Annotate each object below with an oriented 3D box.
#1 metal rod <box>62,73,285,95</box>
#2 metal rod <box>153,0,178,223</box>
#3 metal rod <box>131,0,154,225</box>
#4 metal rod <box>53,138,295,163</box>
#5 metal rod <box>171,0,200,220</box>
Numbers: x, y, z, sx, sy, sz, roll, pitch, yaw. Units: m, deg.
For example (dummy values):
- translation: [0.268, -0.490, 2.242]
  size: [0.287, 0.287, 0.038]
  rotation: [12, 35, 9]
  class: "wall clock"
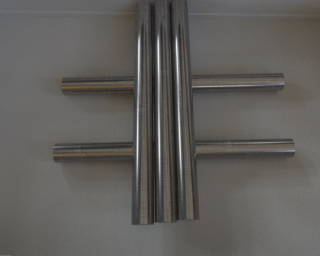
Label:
- translation: [0.019, -0.061, 0.431]
  size: [0.302, 0.025, 0.025]
  rotation: [-1, 70, -1]
  class: "metal rod"
- translation: [0.005, -0.036, 0.394]
  size: [0.025, 0.025, 0.299]
  rotation: [-1, 70, 0]
  class: "metal rod"
- translation: [-0.021, -0.034, 0.393]
  size: [0.025, 0.025, 0.299]
  rotation: [-1, 70, 0]
  class: "metal rod"
- translation: [0.018, 0.029, 0.398]
  size: [0.302, 0.025, 0.025]
  rotation: [-1, 70, -1]
  class: "metal rod"
- translation: [0.029, -0.038, 0.395]
  size: [0.025, 0.025, 0.299]
  rotation: [-1, 70, 0]
  class: "metal rod"
